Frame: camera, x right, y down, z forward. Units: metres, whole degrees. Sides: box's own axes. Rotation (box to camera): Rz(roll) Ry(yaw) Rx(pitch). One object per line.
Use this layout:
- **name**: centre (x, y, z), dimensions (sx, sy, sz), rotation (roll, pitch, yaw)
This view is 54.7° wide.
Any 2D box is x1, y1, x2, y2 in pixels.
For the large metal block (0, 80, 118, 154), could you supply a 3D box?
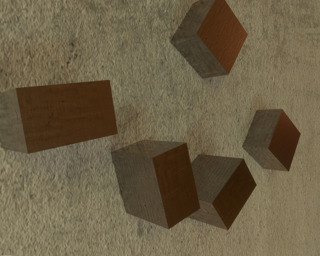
- **large metal block**: centre (-0.098, -0.012, 0.286), dimensions (0.081, 0.080, 0.050), rotation (-13, 99, -39)

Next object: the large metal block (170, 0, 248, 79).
- **large metal block**: centre (0.073, -0.131, 0.449), dimensions (0.080, 0.050, 0.080), rotation (42, 65, -32)

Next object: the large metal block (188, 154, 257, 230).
- **large metal block**: centre (0.072, 0.084, 0.429), dimensions (0.080, 0.080, 0.050), rotation (-46, 118, -30)

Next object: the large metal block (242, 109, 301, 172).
- **large metal block**: centre (0.202, 0.022, 0.558), dimensions (0.080, 0.050, 0.080), rotation (41, 65, -33)

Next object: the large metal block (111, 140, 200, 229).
- **large metal block**: centre (-0.006, 0.061, 0.363), dimensions (0.050, 0.080, 0.080), rotation (-21, 103, -38)
